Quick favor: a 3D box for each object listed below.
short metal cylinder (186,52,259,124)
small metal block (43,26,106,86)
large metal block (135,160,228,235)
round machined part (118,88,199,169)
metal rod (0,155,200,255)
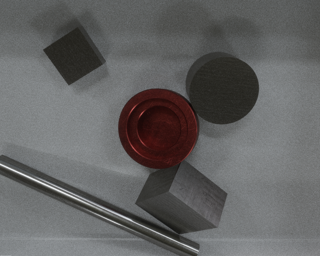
[{"bbox_3d":[0.074,-0.050,0.381,0.081,0.050,0.079,0,110,-1],"label":"short metal cylinder"},{"bbox_3d":[-0.103,-0.088,0.377,0.050,0.025,0.050,-30,108,10],"label":"small metal block"},{"bbox_3d":[0.028,0.094,0.413,0.080,0.050,0.080,39,141,-15],"label":"large metal block"},{"bbox_3d":[0.001,-0.001,0.391,0.098,0.042,0.097,2,96,15],"label":"round machined part"},{"bbox_3d":[-0.086,0.112,0.431,0.301,0.025,0.025,25,108,-2],"label":"metal rod"}]
